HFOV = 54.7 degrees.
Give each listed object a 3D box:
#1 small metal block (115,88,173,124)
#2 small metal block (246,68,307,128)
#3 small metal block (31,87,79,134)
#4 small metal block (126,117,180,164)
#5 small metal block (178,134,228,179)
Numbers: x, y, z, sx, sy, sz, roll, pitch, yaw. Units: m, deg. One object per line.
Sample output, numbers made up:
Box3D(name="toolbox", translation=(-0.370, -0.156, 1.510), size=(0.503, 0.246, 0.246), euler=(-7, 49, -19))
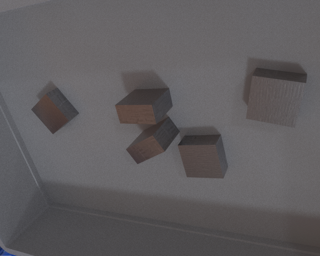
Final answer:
Box3D(name="small metal block", translation=(-0.019, -0.028, 0.384), size=(0.050, 0.050, 0.025), euler=(2, 119, 27))
Box3D(name="small metal block", translation=(0.121, -0.032, 0.325), size=(0.050, 0.025, 0.050), euler=(12, 124, 21))
Box3D(name="small metal block", translation=(-0.161, -0.026, 0.475), size=(0.050, 0.025, 0.050), euler=(-32, 101, 38))
Box3D(name="small metal block", translation=(-0.009, 0.016, 0.406), size=(0.050, 0.050, 0.025), euler=(-28, 103, 37))
Box3D(name="small metal block", translation=(0.056, 0.037, 0.401), size=(0.050, 0.025, 0.050), euler=(-3, 117, 29))
